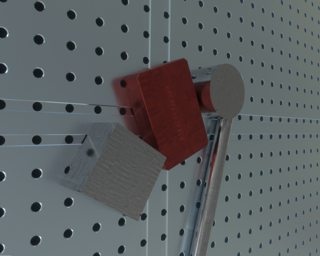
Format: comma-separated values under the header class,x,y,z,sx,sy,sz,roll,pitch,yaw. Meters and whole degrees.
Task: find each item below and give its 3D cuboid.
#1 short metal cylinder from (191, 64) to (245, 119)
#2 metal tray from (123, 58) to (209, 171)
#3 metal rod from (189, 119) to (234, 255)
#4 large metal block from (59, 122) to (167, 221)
class,x,y,z,sx,sy,sz,roll,pitch,yaw
short metal cylinder,0.082,-0.053,0.464,0.081,0.050,0.079,0,90,-40
metal tray,0.012,-0.020,0.418,0.091,0.030,0.129,-27,107,-37
metal rod,0.072,0.126,0.472,0.025,0.025,0.299,23,76,-38
large metal block,-0.050,0.048,0.352,0.080,0.050,0.080,39,66,-34
